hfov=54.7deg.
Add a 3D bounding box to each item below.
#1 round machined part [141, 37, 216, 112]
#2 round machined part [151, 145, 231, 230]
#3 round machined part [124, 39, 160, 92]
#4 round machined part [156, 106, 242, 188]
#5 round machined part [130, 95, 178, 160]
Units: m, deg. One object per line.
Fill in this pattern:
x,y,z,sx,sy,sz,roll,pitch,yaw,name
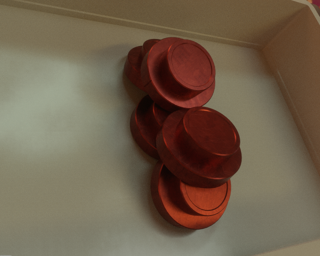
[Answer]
0.029,-0.070,0.385,0.099,0.042,0.098,9,70,-26,round machined part
0.042,0.066,0.357,0.099,0.042,0.098,8,73,-26,round machined part
0.003,-0.089,0.434,0.099,0.042,0.098,15,40,-13,round machined part
0.049,0.014,0.345,0.099,0.042,0.098,15,45,-16,round machined part
0.014,-0.008,0.405,0.099,0.042,0.098,14,55,-20,round machined part
